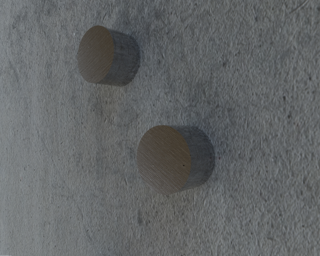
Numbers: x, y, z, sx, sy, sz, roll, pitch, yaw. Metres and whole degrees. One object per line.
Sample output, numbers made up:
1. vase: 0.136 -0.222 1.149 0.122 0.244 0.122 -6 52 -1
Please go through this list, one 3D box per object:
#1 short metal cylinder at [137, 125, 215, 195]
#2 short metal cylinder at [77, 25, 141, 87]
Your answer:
1. short metal cylinder: 0.018 0.036 0.374 0.080 0.050 0.080 0 90 40
2. short metal cylinder: -0.075 -0.103 0.451 0.080 0.050 0.080 0 90 40
